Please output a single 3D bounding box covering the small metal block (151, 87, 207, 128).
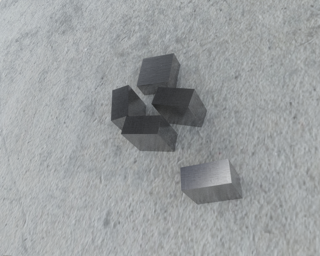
[{"bbox_3d":[0.025,-0.026,0.389,0.050,0.050,0.025,8,66,31],"label":"small metal block"}]

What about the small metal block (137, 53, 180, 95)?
[{"bbox_3d":[-0.002,-0.078,0.451,0.050,0.025,0.050,-4,60,26],"label":"small metal block"}]

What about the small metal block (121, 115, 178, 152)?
[{"bbox_3d":[-0.012,0.008,0.388,0.050,0.050,0.025,-1,62,27],"label":"small metal block"}]

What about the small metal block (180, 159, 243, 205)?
[{"bbox_3d":[0.054,0.058,0.323,0.050,0.050,0.025,-13,57,20],"label":"small metal block"}]

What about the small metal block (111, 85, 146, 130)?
[{"bbox_3d":[-0.042,-0.022,0.421,0.025,0.050,0.050,-16,56,19],"label":"small metal block"}]
